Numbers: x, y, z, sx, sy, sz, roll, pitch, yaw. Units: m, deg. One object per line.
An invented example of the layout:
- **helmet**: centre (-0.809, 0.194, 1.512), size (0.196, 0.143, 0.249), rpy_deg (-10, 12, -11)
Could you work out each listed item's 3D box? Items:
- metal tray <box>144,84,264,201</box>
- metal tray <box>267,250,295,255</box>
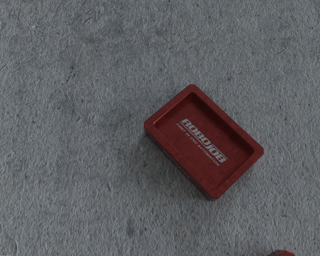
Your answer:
- **metal tray**: centre (0.054, 0.017, 0.399), size (0.090, 0.030, 0.130), rpy_deg (-41, 75, -14)
- **metal tray**: centre (0.105, 0.202, 0.331), size (0.131, 0.030, 0.090), rpy_deg (-24, 72, -9)
